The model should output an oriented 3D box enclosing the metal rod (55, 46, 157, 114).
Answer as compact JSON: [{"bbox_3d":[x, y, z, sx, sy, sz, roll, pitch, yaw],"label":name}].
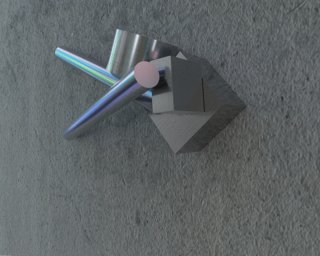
[{"bbox_3d":[-0.086,-0.079,0.438,0.300,0.025,0.025,32,110,47],"label":"metal rod"}]

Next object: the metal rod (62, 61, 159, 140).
[{"bbox_3d":[-0.083,-0.019,0.403,0.299,0.025,0.025,-22,76,59],"label":"metal rod"}]

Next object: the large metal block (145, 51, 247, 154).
[{"bbox_3d":[0.036,-0.028,0.357,0.080,0.050,0.080,-49,61,30],"label":"large metal block"}]

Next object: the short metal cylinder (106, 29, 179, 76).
[{"bbox_3d":[-0.022,-0.088,0.389,0.080,0.081,0.050,26,107,36],"label":"short metal cylinder"}]

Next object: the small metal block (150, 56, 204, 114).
[{"bbox_3d":[0.018,-0.040,0.305,0.025,0.050,0.050,-5,87,40],"label":"small metal block"}]
